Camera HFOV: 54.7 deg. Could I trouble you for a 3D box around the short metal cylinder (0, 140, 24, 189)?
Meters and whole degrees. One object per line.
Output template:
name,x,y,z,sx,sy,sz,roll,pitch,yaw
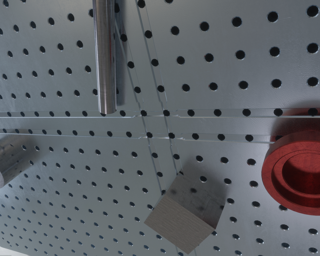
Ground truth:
short metal cylinder,-0.316,0.071,0.606,0.080,0.050,0.079,13,124,21

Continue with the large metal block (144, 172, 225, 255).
large metal block,0.035,0.126,0.455,0.080,0.050,0.079,34,129,5

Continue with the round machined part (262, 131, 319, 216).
round machined part,0.166,0.045,0.341,0.098,0.042,0.097,13,124,21

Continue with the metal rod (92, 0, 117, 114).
metal rod,-0.064,-0.150,0.352,0.025,0.025,0.298,17,125,18
